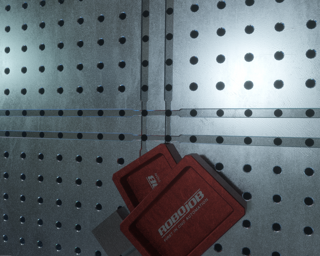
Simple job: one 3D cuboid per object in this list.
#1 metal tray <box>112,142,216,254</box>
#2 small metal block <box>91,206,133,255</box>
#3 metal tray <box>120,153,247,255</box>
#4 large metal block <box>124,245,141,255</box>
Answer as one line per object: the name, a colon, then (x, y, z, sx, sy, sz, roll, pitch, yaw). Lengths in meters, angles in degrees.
metal tray: (0.007, 0.095, 0.406, 0.090, 0.030, 0.130, -34, 79, 16)
small metal block: (-0.058, 0.147, 0.432, 0.050, 0.025, 0.050, -42, 77, 15)
metal tray: (0.026, 0.105, 0.367, 0.090, 0.030, 0.130, 45, 103, 14)
large metal block: (-0.025, 0.205, 0.407, 0.080, 0.050, 0.080, -40, 78, 15)
